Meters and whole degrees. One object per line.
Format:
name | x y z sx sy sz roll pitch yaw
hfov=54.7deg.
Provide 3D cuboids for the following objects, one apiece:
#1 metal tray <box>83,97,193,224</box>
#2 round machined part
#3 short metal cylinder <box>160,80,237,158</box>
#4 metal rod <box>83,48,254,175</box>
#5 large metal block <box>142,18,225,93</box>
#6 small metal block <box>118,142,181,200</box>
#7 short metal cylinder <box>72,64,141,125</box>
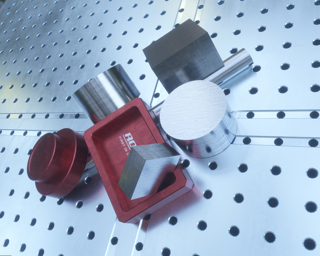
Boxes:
metal tray | -0.030 0.038 0.379 0.090 0.030 0.130 -33 64 7
round machined part | -0.147 0.045 0.431 0.098 0.042 0.098 -22 54 35
short metal cylinder | 0.047 -0.010 0.373 0.080 0.050 0.080 -13 56 21
metal rod | -0.010 -0.013 0.424 0.300 0.025 0.025 -33 52 7
large metal block | 0.028 -0.097 0.422 0.080 0.050 0.080 -32 32 7
small metal block | -0.011 0.045 0.333 0.025 0.050 0.050 40 120 37
short metal cylinder | -0.074 -0.046 0.433 0.080 0.050 0.080 -33 8 6
